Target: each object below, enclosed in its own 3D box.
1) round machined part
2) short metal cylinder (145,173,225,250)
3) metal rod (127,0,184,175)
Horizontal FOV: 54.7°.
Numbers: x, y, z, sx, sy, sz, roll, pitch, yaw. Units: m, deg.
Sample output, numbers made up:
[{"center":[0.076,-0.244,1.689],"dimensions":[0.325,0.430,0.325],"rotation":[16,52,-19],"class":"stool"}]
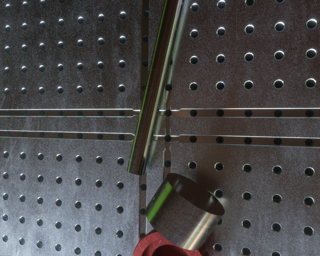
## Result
[{"center":[0.017,0.172,0.396],"dimensions":[0.098,0.042,0.097],"rotation":[1,92,20],"class":"round machined part"},{"center":[0.030,0.098,0.372],"dimensions":[0.080,0.080,0.050],"rotation":[34,101,16],"class":"short metal cylinder"},{"center":[0.000,-0.084,0.411],"dimensions":[0.025,0.025,0.298],"rotation":[14,95,19],"class":"metal rod"}]
